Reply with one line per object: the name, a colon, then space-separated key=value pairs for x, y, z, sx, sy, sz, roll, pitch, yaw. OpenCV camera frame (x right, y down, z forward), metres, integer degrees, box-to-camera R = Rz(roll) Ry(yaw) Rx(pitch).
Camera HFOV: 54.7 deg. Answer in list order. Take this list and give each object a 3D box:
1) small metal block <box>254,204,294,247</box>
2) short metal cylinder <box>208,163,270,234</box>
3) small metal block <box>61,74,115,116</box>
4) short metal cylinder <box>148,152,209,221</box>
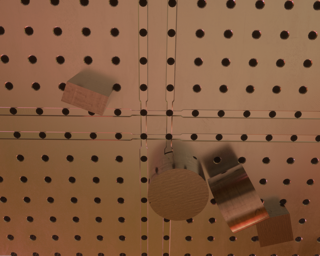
small metal block: x=0.170 y=0.148 z=0.469 sx=0.050 sy=0.025 sz=0.050 roll=-14 pitch=110 yaw=5
short metal cylinder: x=0.106 y=0.094 z=0.420 sx=0.050 sy=0.080 sz=0.080 roll=-28 pitch=108 yaw=10
small metal block: x=-0.087 y=-0.042 z=0.384 sx=0.050 sy=0.050 sz=0.025 roll=20 pitch=109 yaw=-8
short metal cylinder: x=0.024 y=0.080 z=0.430 sx=0.081 sy=0.050 sz=0.079 roll=0 pitch=110 yaw=0
